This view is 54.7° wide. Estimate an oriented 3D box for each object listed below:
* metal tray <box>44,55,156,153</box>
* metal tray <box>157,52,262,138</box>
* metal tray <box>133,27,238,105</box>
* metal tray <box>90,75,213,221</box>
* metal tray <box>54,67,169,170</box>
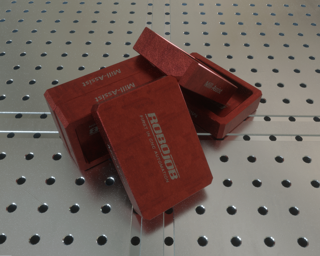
[{"bbox_3d":[-0.066,-0.029,0.388,0.131,0.089,0.030,-26,55,-21],"label":"metal tray"},{"bbox_3d":[0.066,-0.052,0.447,0.091,0.030,0.130,-36,59,-27],"label":"metal tray"},{"bbox_3d":[0.037,-0.076,0.398,0.090,0.030,0.131,43,17,29],"label":"metal tray"},{"bbox_3d":[-0.006,0.019,0.331,0.091,0.129,0.030,-26,13,-20],"label":"metal tray"},{"bbox_3d":[-0.049,-0.011,0.372,0.131,0.089,0.030,-26,55,-21],"label":"metal tray"}]
